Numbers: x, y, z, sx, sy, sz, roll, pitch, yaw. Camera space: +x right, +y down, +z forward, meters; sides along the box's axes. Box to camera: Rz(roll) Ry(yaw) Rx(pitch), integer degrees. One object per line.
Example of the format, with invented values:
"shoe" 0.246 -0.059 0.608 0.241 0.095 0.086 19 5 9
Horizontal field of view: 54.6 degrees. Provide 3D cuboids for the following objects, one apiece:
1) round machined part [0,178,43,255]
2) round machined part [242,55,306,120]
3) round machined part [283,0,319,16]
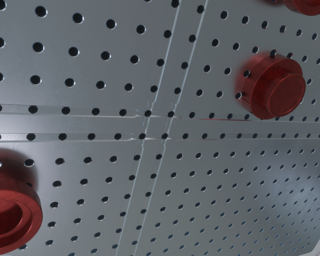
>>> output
"round machined part" -0.190 0.097 0.356 0.099 0.042 0.097 -14 124 -21
"round machined part" 0.175 -0.055 0.461 0.099 0.042 0.097 -14 124 -21
"round machined part" 0.186 -0.193 0.381 0.099 0.042 0.097 -14 124 -21
